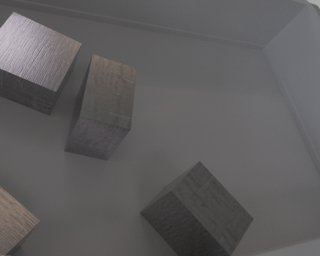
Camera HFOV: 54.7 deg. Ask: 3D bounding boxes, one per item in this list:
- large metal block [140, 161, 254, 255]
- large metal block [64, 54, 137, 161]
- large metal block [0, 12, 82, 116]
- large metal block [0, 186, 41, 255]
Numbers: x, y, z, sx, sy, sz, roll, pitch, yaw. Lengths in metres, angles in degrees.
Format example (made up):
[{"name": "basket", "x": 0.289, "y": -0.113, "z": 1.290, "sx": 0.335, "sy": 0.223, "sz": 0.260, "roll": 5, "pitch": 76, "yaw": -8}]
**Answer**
[{"name": "large metal block", "x": 0.036, "y": 0.094, "z": 0.332, "sx": 0.080, "sy": 0.080, "sz": 0.050, "roll": 47, "pitch": 51, "yaw": 5}, {"name": "large metal block", "x": -0.067, "y": -0.020, "z": 0.347, "sx": 0.050, "sy": 0.080, "sz": 0.080, "roll": 16, "pitch": 56, "yaw": -20}, {"name": "large metal block", "x": -0.147, "y": -0.073, "z": 0.355, "sx": 0.080, "sy": 0.050, "sz": 0.080, "roll": 23, "pitch": 53, "yaw": -14}, {"name": "large metal block", "x": -0.158, "y": 0.084, "z": 0.238, "sx": 0.080, "sy": 0.050, "sz": 0.080, "roll": 41, "pitch": 32, "yaw": 0}]
